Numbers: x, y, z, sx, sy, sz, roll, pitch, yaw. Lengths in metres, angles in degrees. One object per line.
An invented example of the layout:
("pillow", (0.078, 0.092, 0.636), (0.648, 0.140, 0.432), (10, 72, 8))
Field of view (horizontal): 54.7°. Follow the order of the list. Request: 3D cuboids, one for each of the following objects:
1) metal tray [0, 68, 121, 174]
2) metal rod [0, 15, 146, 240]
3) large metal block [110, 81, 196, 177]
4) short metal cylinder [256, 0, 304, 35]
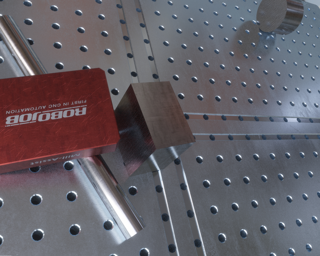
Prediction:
("metal tray", (-0.115, -0.010, 0.323), (0.131, 0.030, 0.090), (-10, 72, -16))
("metal rod", (-0.109, -0.010, 0.355), (0.025, 0.025, 0.299), (-27, 76, -37))
("large metal block", (-0.013, 0.002, 0.365), (0.050, 0.080, 0.080), (-9, 66, -32))
("short metal cylinder", (0.253, -0.241, 0.656), (0.050, 0.080, 0.080), (-1, 63, -29))
